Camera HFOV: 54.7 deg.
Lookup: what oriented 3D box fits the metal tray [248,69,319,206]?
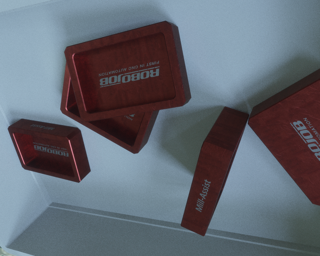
[{"bbox_3d":[0.169,0.014,0.325,0.090,0.030,0.130,-35,99,38],"label":"metal tray"}]

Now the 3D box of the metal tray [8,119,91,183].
[{"bbox_3d":[-0.187,0.037,0.523,0.130,0.030,0.089,8,122,23],"label":"metal tray"}]

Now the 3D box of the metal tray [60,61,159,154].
[{"bbox_3d":[-0.069,-0.032,0.419,0.130,0.030,0.089,29,128,9],"label":"metal tray"}]

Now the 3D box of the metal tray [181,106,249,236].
[{"bbox_3d":[0.064,0.051,0.363,0.030,0.090,0.129,20,126,16],"label":"metal tray"}]

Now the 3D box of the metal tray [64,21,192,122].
[{"bbox_3d":[-0.037,-0.061,0.355,0.130,0.030,0.089,-8,100,19],"label":"metal tray"}]
